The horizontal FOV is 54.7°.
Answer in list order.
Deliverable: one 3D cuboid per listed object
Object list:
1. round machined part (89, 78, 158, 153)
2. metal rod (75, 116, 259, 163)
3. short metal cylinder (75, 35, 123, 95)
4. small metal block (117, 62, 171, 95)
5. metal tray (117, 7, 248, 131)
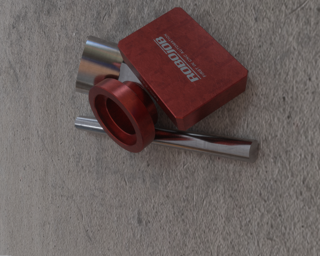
[{"bbox_3d":[-0.041,-0.020,0.389,0.098,0.042,0.097,35,148,26],"label":"round machined part"},{"bbox_3d":[-0.016,0.008,0.420,0.300,0.025,0.025,8,95,39],"label":"metal rod"},{"bbox_3d":[-0.082,-0.082,0.432,0.080,0.050,0.080,-164,89,-79],"label":"short metal cylinder"},{"bbox_3d":[-0.019,-0.063,0.404,0.050,0.050,0.025,30,109,36],"label":"small metal block"},{"bbox_3d":[0.023,-0.071,0.351,0.090,0.030,0.130,-34,63,-7],"label":"metal tray"}]
